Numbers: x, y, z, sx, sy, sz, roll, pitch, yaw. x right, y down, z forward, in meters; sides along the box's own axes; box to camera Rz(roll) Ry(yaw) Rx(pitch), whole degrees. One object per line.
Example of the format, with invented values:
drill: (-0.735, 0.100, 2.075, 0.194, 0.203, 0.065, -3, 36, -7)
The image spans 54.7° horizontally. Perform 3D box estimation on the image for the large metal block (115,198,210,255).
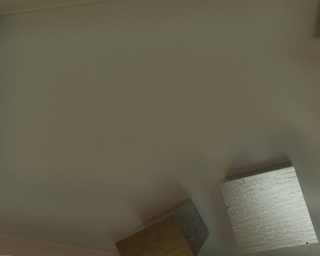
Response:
large metal block: (0.006, 0.135, 0.379, 0.080, 0.080, 0.050, -31, 80, 17)

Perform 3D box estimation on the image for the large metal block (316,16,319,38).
large metal block: (0.203, -0.134, 0.303, 0.050, 0.080, 0.079, 8, 93, 1)

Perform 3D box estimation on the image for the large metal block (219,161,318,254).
large metal block: (0.122, 0.089, 0.354, 0.080, 0.050, 0.080, -18, 84, 19)
